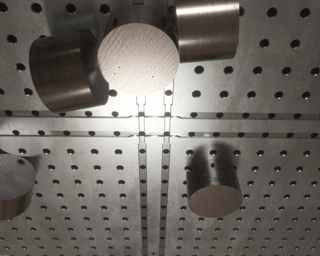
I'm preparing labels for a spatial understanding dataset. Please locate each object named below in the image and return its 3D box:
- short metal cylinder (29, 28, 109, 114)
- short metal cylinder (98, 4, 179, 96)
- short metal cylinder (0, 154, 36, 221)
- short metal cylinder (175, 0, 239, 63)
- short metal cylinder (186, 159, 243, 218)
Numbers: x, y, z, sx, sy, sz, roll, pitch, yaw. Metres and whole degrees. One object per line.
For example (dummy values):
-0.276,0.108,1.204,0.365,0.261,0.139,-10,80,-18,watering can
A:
-0.091,-0.059,0.324,0.050,0.080,0.080,-10,130,8,short metal cylinder
-0.021,-0.081,0.326,0.081,0.050,0.079,0,130,0,short metal cylinder
-0.224,0.084,0.444,0.081,0.080,0.050,16,128,-14,short metal cylinder
0.040,-0.103,0.289,0.050,0.080,0.080,-5,130,3,short metal cylinder
0.082,0.094,0.476,0.081,0.050,0.079,0,130,0,short metal cylinder
